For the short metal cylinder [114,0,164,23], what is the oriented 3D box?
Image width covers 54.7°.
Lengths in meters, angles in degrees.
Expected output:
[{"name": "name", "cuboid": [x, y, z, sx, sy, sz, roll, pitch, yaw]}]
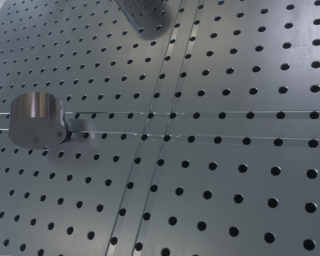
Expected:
[{"name": "short metal cylinder", "cuboid": [-0.039, -0.239, 0.559, 0.080, 0.050, 0.080, -13, 56, 21]}]

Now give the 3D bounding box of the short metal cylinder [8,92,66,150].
[{"name": "short metal cylinder", "cuboid": [-0.188, -0.010, 0.478, 0.080, 0.080, 0.050, -25, 53, 13]}]
